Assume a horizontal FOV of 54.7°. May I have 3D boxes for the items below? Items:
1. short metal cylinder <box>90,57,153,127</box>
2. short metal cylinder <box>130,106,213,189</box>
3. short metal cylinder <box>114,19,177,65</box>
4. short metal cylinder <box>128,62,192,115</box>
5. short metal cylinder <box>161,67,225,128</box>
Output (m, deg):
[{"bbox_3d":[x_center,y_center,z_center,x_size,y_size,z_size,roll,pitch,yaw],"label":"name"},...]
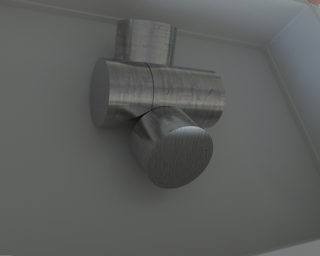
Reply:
[{"bbox_3d":[-0.048,-0.041,0.367,0.050,0.080,0.080,1,61,-27],"label":"short metal cylinder"},{"bbox_3d":[0.012,0.022,0.352,0.081,0.079,0.050,0,28,-28],"label":"short metal cylinder"},{"bbox_3d":[-0.020,-0.111,0.416,0.081,0.080,0.050,2,99,-27],"label":"short metal cylinder"},{"bbox_3d":[-0.003,-0.040,0.391,0.050,0.080,0.080,1,61,-27],"label":"short metal cylinder"},{"bbox_3d":[0.042,-0.040,0.415,0.050,0.080,0.080,1,61,-27],"label":"short metal cylinder"}]
